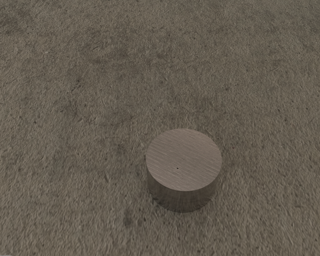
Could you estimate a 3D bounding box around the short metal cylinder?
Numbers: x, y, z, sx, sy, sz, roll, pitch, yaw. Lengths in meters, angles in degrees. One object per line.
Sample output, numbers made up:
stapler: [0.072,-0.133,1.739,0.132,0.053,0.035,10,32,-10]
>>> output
short metal cylinder: [0.025,0.047,0.348,0.080,0.050,0.080,0,50,0]
